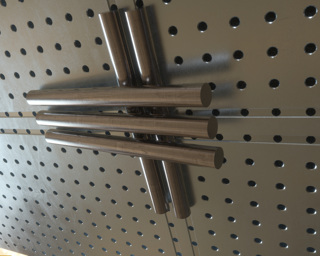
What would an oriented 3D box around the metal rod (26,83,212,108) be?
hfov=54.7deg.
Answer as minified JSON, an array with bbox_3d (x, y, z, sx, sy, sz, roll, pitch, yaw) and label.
[{"bbox_3d":[-0.076,-0.040,0.398,0.300,0.025,0.025,3,120,35],"label":"metal rod"}]

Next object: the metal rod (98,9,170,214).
[{"bbox_3d":[-0.028,-0.004,0.422,0.025,0.025,0.298,1,119,27],"label":"metal rod"}]

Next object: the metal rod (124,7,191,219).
[{"bbox_3d":[0.003,-0.001,0.408,0.025,0.025,0.298,1,119,27],"label":"metal rod"}]

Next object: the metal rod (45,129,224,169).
[{"bbox_3d":[-0.057,0.023,0.427,0.300,0.025,0.025,5,121,35],"label":"metal rod"}]

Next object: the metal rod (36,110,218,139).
[{"bbox_3d":[-0.067,-0.008,0.413,0.300,0.025,0.025,4,121,35],"label":"metal rod"}]
